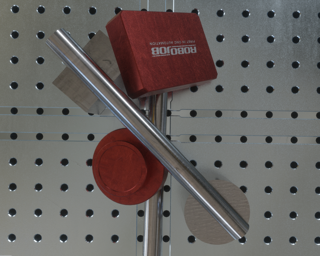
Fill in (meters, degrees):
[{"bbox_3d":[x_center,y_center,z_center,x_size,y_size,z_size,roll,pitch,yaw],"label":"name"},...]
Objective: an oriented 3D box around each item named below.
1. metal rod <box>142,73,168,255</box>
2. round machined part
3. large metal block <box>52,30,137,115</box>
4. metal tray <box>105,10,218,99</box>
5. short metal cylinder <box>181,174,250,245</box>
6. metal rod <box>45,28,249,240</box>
[{"bbox_3d":[-0.005,0.020,0.413,0.025,0.025,0.298,2,90,-1],"label":"metal rod"},{"bbox_3d":[-0.042,0.049,0.389,0.098,0.042,0.097,0,90,17],"label":"round machined part"},{"bbox_3d":[-0.075,-0.064,0.386,0.050,0.080,0.080,41,90,-1],"label":"large metal block"},{"bbox_3d":[0.008,-0.090,0.372,0.131,0.030,0.090,-18,90,-42],"label":"metal tray"},{"bbox_3d":[0.070,0.103,0.402,0.081,0.050,0.079,0,90,-1],"label":"short metal cylinder"},{"bbox_3d":[-0.007,0.013,0.343,0.025,0.025,0.300,-43,98,0],"label":"metal rod"}]
